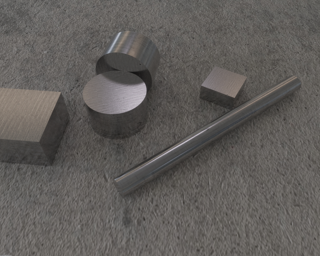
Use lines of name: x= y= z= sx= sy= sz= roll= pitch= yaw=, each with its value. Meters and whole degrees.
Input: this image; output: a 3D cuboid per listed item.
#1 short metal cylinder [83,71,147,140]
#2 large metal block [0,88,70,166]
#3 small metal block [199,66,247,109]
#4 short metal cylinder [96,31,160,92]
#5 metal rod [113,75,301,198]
short metal cylinder: x=-0.057 y=-0.031 z=0.413 sx=0.081 sy=0.050 sz=0.080 roll=0 pitch=50 yaw=0
large metal block: x=-0.169 y=-0.002 z=0.387 sx=0.080 sy=0.050 sz=0.080 roll=4 pitch=50 yaw=3
small metal block: x=0.093 y=-0.059 z=0.453 sx=0.050 sy=0.025 sz=0.050 roll=24 pitch=54 yaw=18
short metal cylinder: x=-0.044 y=-0.089 z=0.442 sx=0.080 sy=0.080 sz=0.050 roll=10 pitch=51 yaw=8
metal rod: x=0.076 y=0.000 z=0.403 sx=0.302 sy=0.025 sz=0.025 roll=-29 pitch=56 yaw=-22
